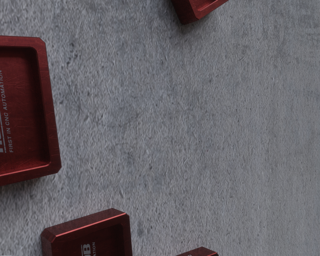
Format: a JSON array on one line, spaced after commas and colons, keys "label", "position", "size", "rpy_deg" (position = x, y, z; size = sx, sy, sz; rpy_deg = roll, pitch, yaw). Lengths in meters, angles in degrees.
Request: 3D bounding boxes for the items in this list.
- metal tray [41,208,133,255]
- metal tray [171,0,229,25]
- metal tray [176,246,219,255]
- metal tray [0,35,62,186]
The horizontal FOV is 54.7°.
[{"label": "metal tray", "position": [-0.074, 0.164, 0.339], "size": [0.091, 0.030, 0.129], "rpy_deg": [-7, 95, -40]}, {"label": "metal tray", "position": [0.042, -0.224, 0.435], "size": [0.090, 0.030, 0.130], "rpy_deg": [-42, 115, -32]}, {"label": "metal tray", "position": [0.027, 0.225, 0.423], "size": [0.131, 0.030, 0.089], "rpy_deg": [1, 90, -40]}, {"label": "metal tray", "position": [-0.145, -0.015, 0.279], "size": [0.091, 0.030, 0.129], "rpy_deg": [-10, 97, -40]}]
